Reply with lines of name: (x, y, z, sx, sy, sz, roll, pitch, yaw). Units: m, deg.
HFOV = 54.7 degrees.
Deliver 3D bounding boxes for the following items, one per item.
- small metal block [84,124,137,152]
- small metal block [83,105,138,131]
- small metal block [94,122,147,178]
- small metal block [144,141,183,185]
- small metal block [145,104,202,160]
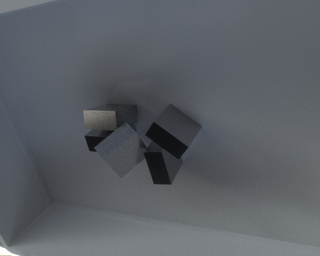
small metal block: (-0.068, 0.011, 0.435, 0.050, 0.050, 0.025, 3, 120, 27)
small metal block: (-0.065, -0.015, 0.414, 0.050, 0.050, 0.025, 3, 104, 27)
small metal block: (-0.046, 0.029, 0.392, 0.025, 0.050, 0.050, 42, 168, 39)
small metal block: (0.006, 0.040, 0.413, 0.025, 0.050, 0.050, -4, 117, 26)
small metal block: (0.018, 0.003, 0.385, 0.050, 0.050, 0.025, 36, 129, 4)
